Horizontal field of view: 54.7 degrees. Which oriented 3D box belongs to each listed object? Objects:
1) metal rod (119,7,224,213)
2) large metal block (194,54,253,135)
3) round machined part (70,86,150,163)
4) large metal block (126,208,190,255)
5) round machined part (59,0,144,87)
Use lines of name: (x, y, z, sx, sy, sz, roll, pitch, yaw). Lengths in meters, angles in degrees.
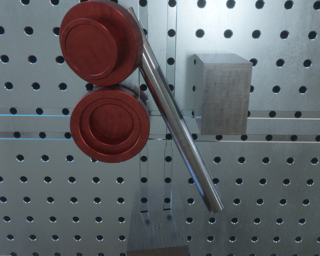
metal rod: (0.019, -0.009, 0.409, 0.025, 0.025, 0.299, -24, 109, 8)
large metal block: (0.070, -0.043, 0.369, 0.050, 0.080, 0.079, 0, 110, 0)
round machined part: (-0.062, -0.007, 0.401, 0.099, 0.042, 0.097, 0, 110, 0)
large metal block: (-0.001, 0.164, 0.444, 0.080, 0.080, 0.050, -6, 110, 2)
round machined part: (-0.072, -0.093, 0.354, 0.098, 0.042, 0.097, 8, 119, 14)
